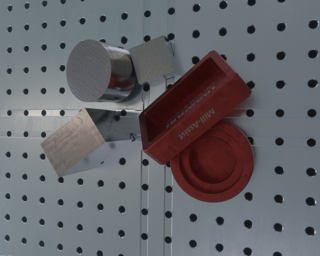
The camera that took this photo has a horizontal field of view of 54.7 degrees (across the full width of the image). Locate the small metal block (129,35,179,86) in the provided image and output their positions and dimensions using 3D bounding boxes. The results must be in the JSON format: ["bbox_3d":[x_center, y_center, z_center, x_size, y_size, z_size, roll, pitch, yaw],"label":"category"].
[{"bbox_3d":[-0.008,-0.089,0.415,0.050,0.025,0.050,-17,84,19],"label":"small metal block"}]

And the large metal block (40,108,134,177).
[{"bbox_3d":[-0.095,0.018,0.417,0.080,0.080,0.050,-36,79,16],"label":"large metal block"}]

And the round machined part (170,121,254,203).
[{"bbox_3d":[0.065,0.038,0.381,0.098,0.042,0.097,0,90,19],"label":"round machined part"}]

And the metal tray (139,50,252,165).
[{"bbox_3d":[0.034,-0.027,0.367,0.130,0.090,0.030,-40,117,15],"label":"metal tray"}]

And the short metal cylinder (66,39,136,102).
[{"bbox_3d":[-0.079,-0.075,0.418,0.080,0.050,0.079,3,95,33],"label":"short metal cylinder"}]
